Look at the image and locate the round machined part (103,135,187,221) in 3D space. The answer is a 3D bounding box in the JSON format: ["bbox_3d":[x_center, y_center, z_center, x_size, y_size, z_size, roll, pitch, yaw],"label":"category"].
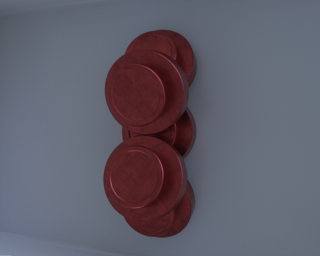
[{"bbox_3d":[-0.022,0.056,0.353,0.098,0.042,0.098,-4,78,19],"label":"round machined part"}]

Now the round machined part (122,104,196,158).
[{"bbox_3d":[-0.006,0.004,0.402,0.098,0.042,0.097,0,89,20],"label":"round machined part"}]

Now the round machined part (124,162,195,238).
[{"bbox_3d":[-0.009,0.095,0.388,0.098,0.042,0.097,5,107,18],"label":"round machined part"}]

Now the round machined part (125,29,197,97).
[{"bbox_3d":[-0.006,-0.082,0.390,0.098,0.042,0.098,-5,72,18],"label":"round machined part"}]

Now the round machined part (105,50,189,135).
[{"bbox_3d":[-0.020,-0.039,0.352,0.098,0.042,0.097,5,104,19],"label":"round machined part"}]
